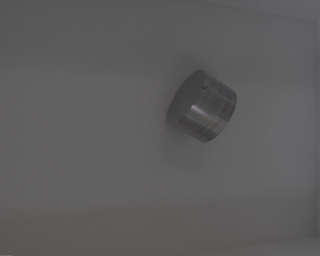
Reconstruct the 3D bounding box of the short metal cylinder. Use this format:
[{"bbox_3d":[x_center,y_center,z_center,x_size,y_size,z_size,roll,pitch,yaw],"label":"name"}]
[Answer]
[{"bbox_3d":[0.052,-0.028,0.400,0.050,0.080,0.080,29,80,-18],"label":"short metal cylinder"}]
